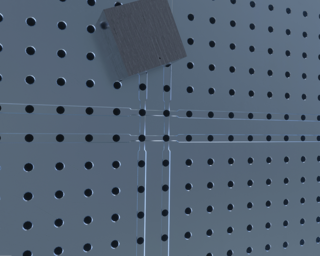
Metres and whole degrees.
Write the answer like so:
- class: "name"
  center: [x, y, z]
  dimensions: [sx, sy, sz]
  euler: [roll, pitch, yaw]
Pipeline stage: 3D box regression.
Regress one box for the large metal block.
- class: "large metal block"
  center: [-0.024, -0.112, 0.391]
  dimensions: [0.081, 0.050, 0.080]
  euler: [-23, 98, -19]
